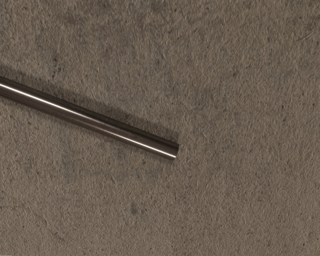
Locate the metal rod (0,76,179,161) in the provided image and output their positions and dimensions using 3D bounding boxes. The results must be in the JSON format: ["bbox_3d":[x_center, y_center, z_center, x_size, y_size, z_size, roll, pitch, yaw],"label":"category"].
[{"bbox_3d":[-0.118,-0.021,0.400,0.302,0.025,0.025,21,109,-8],"label":"metal rod"}]
